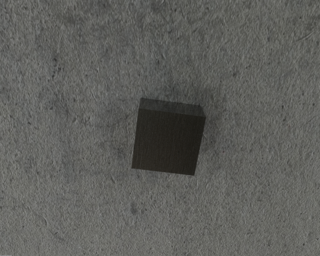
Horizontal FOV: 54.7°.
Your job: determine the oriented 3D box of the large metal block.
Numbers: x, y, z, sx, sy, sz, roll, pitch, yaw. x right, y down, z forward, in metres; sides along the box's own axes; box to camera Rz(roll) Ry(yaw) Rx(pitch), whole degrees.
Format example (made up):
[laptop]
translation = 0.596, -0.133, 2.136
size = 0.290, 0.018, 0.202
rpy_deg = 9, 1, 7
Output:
[large metal block]
translation = 0.009, 0.010, 0.402
size = 0.081, 0.050, 0.079
rpy_deg = 7, 110, -3
